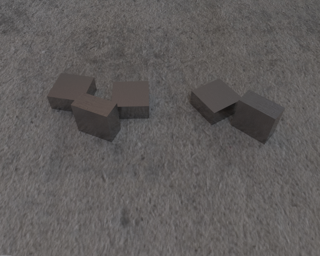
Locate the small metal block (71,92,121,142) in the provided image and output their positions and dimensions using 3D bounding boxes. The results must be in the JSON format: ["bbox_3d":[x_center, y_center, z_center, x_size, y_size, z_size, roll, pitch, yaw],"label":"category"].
[{"bbox_3d":[-0.081,-0.013,0.397,0.050,0.050,0.025,18,53,14],"label":"small metal block"}]

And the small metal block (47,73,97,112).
[{"bbox_3d":[-0.125,-0.050,0.444,0.050,0.025,0.050,8,50,6],"label":"small metal block"}]

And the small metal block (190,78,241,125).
[{"bbox_3d":[0.079,-0.038,0.436,0.050,0.025,0.050,-26,55,-21],"label":"small metal block"}]

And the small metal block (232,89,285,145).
[{"bbox_3d":[0.125,-0.014,0.400,0.050,0.050,0.025,33,57,24],"label":"small metal block"}]

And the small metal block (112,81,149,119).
[{"bbox_3d":[-0.041,-0.040,0.436,0.050,0.025,0.050,-1,50,-2],"label":"small metal block"}]
